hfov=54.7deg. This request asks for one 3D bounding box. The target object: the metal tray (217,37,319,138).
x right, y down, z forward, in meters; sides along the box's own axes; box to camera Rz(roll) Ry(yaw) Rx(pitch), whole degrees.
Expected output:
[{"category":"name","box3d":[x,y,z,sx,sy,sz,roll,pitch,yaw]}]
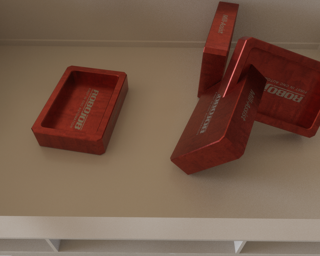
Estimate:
[{"category":"metal tray","box3d":[0.145,-0.049,0.383,0.131,0.089,0.030,17,16,-9]}]

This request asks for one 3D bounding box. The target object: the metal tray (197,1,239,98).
[{"category":"metal tray","box3d":[0.087,-0.115,0.460,0.030,0.089,0.130,13,51,10]}]

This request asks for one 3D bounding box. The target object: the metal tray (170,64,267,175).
[{"category":"metal tray","box3d":[0.072,-0.011,0.373,0.030,0.090,0.130,41,52,-16]}]

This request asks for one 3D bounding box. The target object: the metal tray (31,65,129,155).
[{"category":"metal tray","box3d":[-0.103,-0.029,0.424,0.090,0.030,0.130,8,50,6]}]
